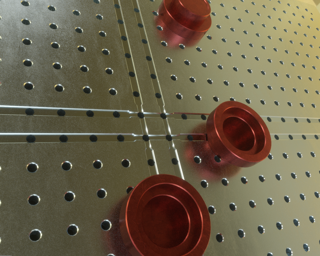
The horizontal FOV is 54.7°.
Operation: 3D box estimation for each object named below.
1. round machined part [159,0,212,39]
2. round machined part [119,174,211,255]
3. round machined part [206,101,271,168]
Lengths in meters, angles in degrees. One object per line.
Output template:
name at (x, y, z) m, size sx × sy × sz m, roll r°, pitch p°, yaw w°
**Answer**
round machined part at (0.052, -0.211, 0.556) m, size 0.099 × 0.042 × 0.098 m, roll 14°, pitch 56°, yaw -21°
round machined part at (0.003, 0.103, 0.337) m, size 0.099 × 0.042 × 0.098 m, roll 14°, pitch 56°, yaw -21°
round machined part at (0.109, 0.012, 0.451) m, size 0.099 × 0.042 × 0.098 m, roll 14°, pitch 56°, yaw -21°
